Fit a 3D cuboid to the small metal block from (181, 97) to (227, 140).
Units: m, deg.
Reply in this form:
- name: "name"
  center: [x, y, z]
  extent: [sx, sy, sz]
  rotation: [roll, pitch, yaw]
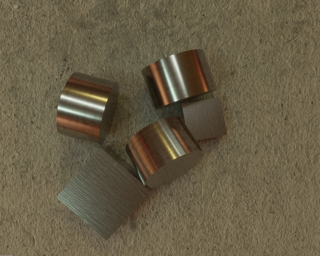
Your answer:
- name: "small metal block"
  center: [0.057, -0.011, 0.410]
  extent: [0.050, 0.025, 0.050]
  rotation: [-11, 90, 0]

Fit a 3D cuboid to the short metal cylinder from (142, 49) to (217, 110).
- name: "short metal cylinder"
  center: [0.023, -0.058, 0.383]
  extent: [0.080, 0.080, 0.050]
  rotation: [-18, 90, 0]

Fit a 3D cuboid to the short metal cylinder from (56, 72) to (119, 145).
- name: "short metal cylinder"
  center: [-0.087, -0.024, 0.382]
  extent: [0.050, 0.080, 0.080]
  rotation: [15, 90, 0]

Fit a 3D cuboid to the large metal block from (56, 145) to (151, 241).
- name: "large metal block"
  center: [-0.068, 0.079, 0.397]
  extent: [0.080, 0.050, 0.080]
  rotation: [41, 90, 0]

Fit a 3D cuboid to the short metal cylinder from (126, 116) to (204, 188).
- name: "short metal cylinder"
  center: [0.006, 0.030, 0.376]
  extent: [0.080, 0.080, 0.050]
  rotation: [-31, 67, 0]
